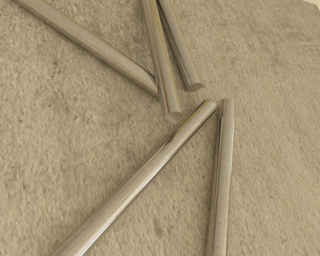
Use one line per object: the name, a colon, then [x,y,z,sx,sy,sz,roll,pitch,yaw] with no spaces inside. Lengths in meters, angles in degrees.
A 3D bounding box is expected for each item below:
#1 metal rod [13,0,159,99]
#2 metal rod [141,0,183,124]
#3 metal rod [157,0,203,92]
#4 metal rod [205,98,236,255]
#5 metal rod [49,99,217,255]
metal rod: [-0.113,-0.130,0.422,0.301,0.025,0.025,34,51,-6]
metal rod: [-0.006,-0.134,0.462,0.025,0.025,0.299,8,51,-24]
metal rod: [0.014,-0.193,0.530,0.025,0.025,0.299,-2,63,-30]
metal rod: [0.079,0.080,0.399,0.025,0.025,0.300,24,53,-14]
metal rod: [-0.011,0.048,0.370,0.025,0.025,0.302,45,51,2]
